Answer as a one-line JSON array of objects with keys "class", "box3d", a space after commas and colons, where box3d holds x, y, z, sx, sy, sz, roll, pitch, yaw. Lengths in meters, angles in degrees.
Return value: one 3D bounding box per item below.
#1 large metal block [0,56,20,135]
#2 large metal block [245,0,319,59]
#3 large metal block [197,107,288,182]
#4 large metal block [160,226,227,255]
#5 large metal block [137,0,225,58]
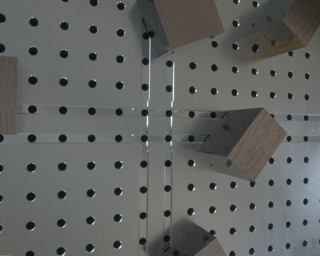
[{"class": "large metal block", "box3d": [-0.194, -0.034, 0.328, 0.081, 0.050, 0.080, 1, 90, -20]}, {"class": "large metal block", "box3d": [0.185, -0.155, 0.451, 0.050, 0.080, 0.080, 39, 78, -16]}, {"class": "large metal block", "box3d": [0.109, 0.020, 0.423, 0.050, 0.080, 0.080, 43, 77, -15]}, {"class": "large metal block", "box3d": [0.051, 0.196, 0.418, 0.080, 0.050, 0.080, -32, 101, -17]}, {"class": "large metal block", "box3d": [0.026, -0.147, 0.409, 0.081, 0.050, 0.080, -23, 98, -19]}]
